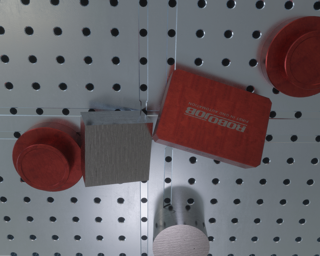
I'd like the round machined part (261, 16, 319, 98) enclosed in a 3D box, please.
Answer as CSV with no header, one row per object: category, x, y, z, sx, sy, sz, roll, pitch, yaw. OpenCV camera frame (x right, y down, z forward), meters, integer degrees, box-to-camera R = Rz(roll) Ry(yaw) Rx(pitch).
round machined part,0.178,-0.084,0.375,0.099,0.042,0.097,0,110,0

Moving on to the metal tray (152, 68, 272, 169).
metal tray,0.065,-0.010,0.383,0.131,0.030,0.090,17,76,-7

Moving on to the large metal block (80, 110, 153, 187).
large metal block,-0.057,0.024,0.396,0.081,0.050,0.079,-3,111,-20

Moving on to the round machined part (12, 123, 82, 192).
round machined part,-0.151,0.045,0.420,0.099,0.042,0.097,0,110,0

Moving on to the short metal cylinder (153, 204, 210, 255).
short metal cylinder,0.030,0.160,0.459,0.081,0.050,0.079,0,110,0
